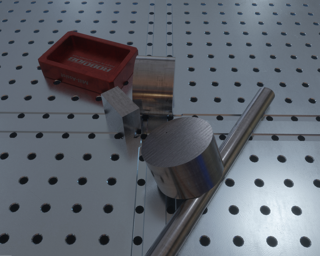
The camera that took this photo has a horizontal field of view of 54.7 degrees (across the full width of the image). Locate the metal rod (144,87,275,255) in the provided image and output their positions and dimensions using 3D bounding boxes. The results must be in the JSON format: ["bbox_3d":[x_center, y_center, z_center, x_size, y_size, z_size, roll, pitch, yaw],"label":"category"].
[{"bbox_3d":[0.070,0.046,0.368,0.025,0.025,0.301,28,55,21],"label":"metal rod"}]

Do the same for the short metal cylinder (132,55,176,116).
[{"bbox_3d":[-0.006,-0.057,0.419,0.050,0.080,0.080,3,50,3],"label":"short metal cylinder"}]

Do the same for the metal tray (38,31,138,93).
[{"bbox_3d":[-0.111,-0.105,0.491,0.130,0.030,0.090,18,52,14],"label":"metal tray"}]

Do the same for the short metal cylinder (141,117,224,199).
[{"bbox_3d":[0.026,0.032,0.346,0.080,0.050,0.080,-16,35,12],"label":"short metal cylinder"}]

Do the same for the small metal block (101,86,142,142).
[{"bbox_3d":[-0.050,-0.018,0.406,0.025,0.050,0.050,-31,57,-23],"label":"small metal block"}]
